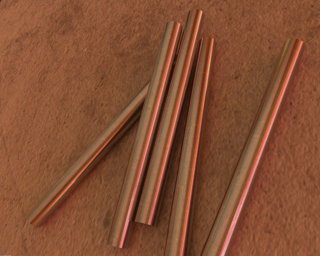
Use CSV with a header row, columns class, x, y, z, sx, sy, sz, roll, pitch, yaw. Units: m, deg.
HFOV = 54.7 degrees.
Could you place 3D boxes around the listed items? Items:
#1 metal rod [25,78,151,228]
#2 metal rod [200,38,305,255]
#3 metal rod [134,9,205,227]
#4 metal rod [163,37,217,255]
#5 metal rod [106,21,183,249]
class,x,y,z,sx,sy,sz,roll,pitch,yaw
metal rod,-0.071,0.013,0.431,0.300,0.025,0.025,-49,52,-7
metal rod,0.101,0.027,0.333,0.025,0.025,0.300,14,69,33
metal rod,0.018,-0.028,0.398,0.025,0.025,0.299,2,66,29
metal rod,0.041,0.011,0.374,0.025,0.025,0.299,-3,60,26
metal rod,-0.014,-0.006,0.393,0.025,0.025,0.299,3,69,29
